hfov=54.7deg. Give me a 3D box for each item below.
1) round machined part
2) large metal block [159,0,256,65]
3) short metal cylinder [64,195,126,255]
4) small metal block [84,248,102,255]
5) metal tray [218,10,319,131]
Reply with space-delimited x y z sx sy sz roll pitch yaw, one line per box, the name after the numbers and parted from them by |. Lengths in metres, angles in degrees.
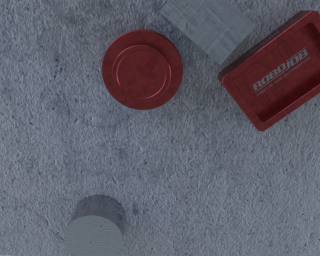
-0.021 -0.068 0.376 0.099 0.042 0.097 0 110 0 | round machined part
0.046 -0.119 0.337 0.080 0.080 0.050 38 106 -13 | large metal block
-0.091 0.145 0.449 0.081 0.050 0.079 0 110 0 | short metal cylinder
-0.112 0.225 0.478 0.025 0.050 0.050 18 109 -7 | small metal block
0.151 -0.068 0.383 0.130 0.030 0.090 -37 106 12 | metal tray
